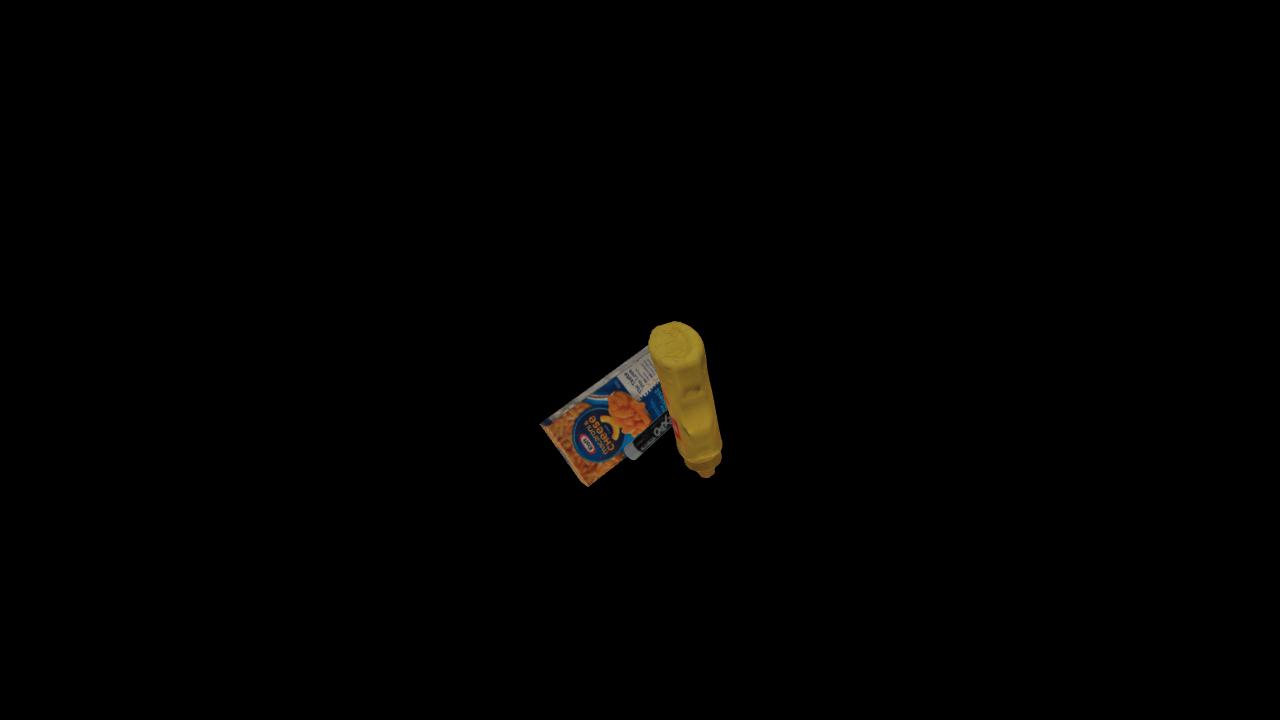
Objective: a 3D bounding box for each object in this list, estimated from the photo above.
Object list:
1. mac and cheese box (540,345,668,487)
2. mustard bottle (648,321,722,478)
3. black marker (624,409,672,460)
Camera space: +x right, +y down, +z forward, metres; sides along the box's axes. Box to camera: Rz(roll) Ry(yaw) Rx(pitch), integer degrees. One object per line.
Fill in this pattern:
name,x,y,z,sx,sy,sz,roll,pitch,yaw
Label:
mac and cheese box,-0.019,0.060,0.748,0.184,0.093,0.041,-37,16,-15
mustard bottle,0.056,0.056,0.658,0.054,0.184,0.092,-21,32,-7
black marker,0.028,0.065,0.664,0.121,0.020,0.020,-45,-21,22
